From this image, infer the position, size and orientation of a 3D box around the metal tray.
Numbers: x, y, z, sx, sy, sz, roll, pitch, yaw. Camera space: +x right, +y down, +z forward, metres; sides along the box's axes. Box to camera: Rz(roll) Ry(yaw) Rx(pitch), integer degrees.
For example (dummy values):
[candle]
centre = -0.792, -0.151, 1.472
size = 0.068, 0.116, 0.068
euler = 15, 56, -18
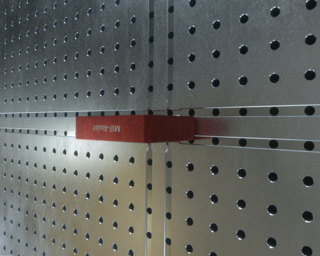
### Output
[metal tray]
centre = -0.033, 0.000, 0.395
size = 0.130, 0.091, 0.030
euler = 1, 91, 40
